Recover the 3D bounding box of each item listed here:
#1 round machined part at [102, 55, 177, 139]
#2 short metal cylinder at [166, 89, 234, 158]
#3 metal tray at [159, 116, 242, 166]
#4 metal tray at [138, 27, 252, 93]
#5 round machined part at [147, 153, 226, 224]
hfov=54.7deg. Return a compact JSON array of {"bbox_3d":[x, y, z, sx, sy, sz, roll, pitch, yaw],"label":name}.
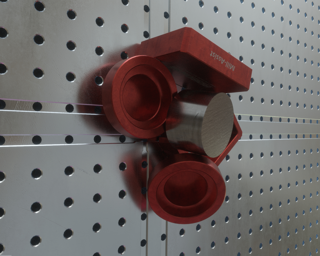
[{"bbox_3d":[-0.028,-0.036,0.377,0.099,0.042,0.097,0,90,-40],"label":"round machined part"},{"bbox_3d":[0.052,-0.007,0.390,0.081,0.050,0.079,-17,112,-49],"label":"short metal cylinder"},{"bbox_3d":[0.066,0.013,0.463,0.131,0.030,0.090,-44,117,-31],"label":"metal tray"},{"bbox_3d":[0.047,-0.081,0.408,0.131,0.090,0.030,19,78,-39],"label":"metal tray"},{"bbox_3d":[0.033,0.074,0.405,0.099,0.042,0.097,-1,115,-2],"label":"round machined part"}]
